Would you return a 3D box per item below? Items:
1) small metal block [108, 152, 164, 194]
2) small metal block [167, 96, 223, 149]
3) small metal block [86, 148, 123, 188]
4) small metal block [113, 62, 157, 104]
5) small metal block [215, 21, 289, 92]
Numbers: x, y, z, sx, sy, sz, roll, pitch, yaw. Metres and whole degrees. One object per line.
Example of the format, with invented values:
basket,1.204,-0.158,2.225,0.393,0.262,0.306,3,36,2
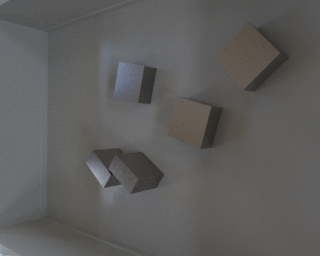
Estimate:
small metal block,-0.032,0.059,0.417,0.050,0.050,0.025,42,116,32
small metal block,0.041,-0.007,0.373,0.050,0.025,0.050,22,104,38
small metal block,-0.070,0.056,0.448,0.050,0.050,0.025,46,118,30
small metal block,-0.036,-0.064,0.436,0.050,0.025,0.050,18,101,38
small metal block,0.096,-0.074,0.328,0.050,0.025,0.050,-48,62,29
